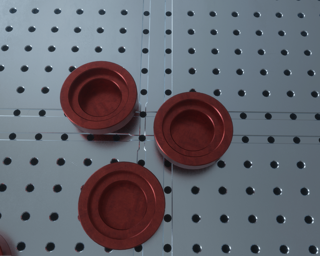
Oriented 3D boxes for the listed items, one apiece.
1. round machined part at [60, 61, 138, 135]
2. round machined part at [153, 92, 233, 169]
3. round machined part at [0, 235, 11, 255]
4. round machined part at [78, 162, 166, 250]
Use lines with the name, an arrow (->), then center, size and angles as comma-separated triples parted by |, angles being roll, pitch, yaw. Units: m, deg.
round machined part -> -0.079, -0.037, 0.415 | 0.099, 0.042, 0.098 | 0, 70, -1
round machined part -> 0.041, 0.006, 0.401 | 0.099, 0.042, 0.098 | 0, 70, -1
round machined part -> -0.223, 0.160, 0.342 | 0.099, 0.042, 0.098 | 0, 70, 0
round machined part -> -0.043, 0.092, 0.368 | 0.099, 0.042, 0.098 | 0, 70, -1
